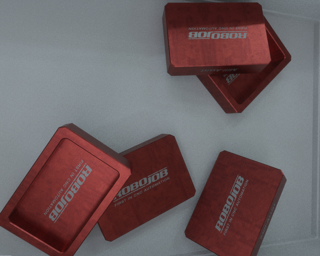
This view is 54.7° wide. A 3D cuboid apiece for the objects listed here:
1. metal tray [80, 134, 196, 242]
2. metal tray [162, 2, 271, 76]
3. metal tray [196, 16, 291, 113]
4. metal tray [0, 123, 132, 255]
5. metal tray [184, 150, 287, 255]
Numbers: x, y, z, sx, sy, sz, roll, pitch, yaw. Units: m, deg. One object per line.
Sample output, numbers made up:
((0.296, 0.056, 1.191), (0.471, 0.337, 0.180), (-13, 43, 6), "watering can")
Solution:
((-0.028, 0.072, 0.399), (0.131, 0.030, 0.090), (-24, 98, -19), "metal tray")
((0.073, -0.118, 0.409), (0.131, 0.030, 0.090), (-3, 77, -7), "metal tray")
((0.123, -0.095, 0.454), (0.130, 0.030, 0.090), (-44, 104, -15), "metal tray")
((-0.103, 0.071, 0.343), (0.090, 0.030, 0.130), (35, 95, -6), "metal tray")
((0.100, 0.105, 0.414), (0.030, 0.090, 0.130), (39, 74, -53), "metal tray")
